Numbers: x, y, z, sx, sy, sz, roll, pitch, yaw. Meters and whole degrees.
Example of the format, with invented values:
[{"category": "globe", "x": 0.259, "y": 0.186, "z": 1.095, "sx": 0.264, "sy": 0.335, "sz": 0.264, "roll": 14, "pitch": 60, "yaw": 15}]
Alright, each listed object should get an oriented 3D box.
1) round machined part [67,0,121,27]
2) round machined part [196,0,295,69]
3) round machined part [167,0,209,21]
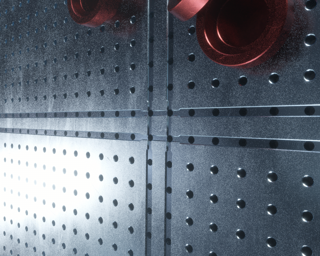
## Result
[{"category": "round machined part", "x": -0.097, "y": -0.205, "z": 0.480, "sx": 0.098, "sy": 0.042, "sz": 0.097, "roll": 0, "pitch": 90, "yaw": 40}, {"category": "round machined part", "x": 0.090, "y": -0.111, "z": 0.324, "sx": 0.098, "sy": 0.042, "sz": 0.097, "roll": 0, "pitch": 90, "yaw": 40}, {"category": "round machined part", "x": 0.037, "y": -0.170, "z": 0.336, "sx": 0.098, "sy": 0.042, "sz": 0.098, "roll": -47, "pitch": 23, "yaw": 29}]
